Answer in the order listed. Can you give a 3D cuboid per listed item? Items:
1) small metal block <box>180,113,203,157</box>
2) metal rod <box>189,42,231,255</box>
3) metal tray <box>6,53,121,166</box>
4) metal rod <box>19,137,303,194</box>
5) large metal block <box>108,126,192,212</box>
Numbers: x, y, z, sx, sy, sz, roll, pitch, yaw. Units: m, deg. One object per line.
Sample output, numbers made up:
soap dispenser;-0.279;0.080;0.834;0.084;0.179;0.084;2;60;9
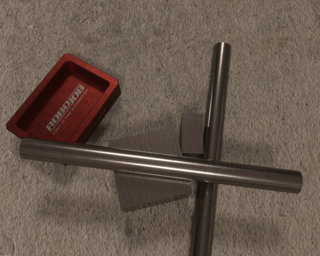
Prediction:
small metal block;0.039;0.014;0.390;0.025;0.050;0.050;2;70;0
metal rod;0.067;0.021;0.401;0.025;0.025;0.299;9;70;3
metal tray;-0.124;-0.027;0.413;0.090;0.030;0.130;29;72;10
metal rod;-0.001;0.040;0.340;0.302;0.025;0.025;7;70;2
large metal block;-0.013;0.052;0.376;0.081;0.050;0.080;-13;71;-5
